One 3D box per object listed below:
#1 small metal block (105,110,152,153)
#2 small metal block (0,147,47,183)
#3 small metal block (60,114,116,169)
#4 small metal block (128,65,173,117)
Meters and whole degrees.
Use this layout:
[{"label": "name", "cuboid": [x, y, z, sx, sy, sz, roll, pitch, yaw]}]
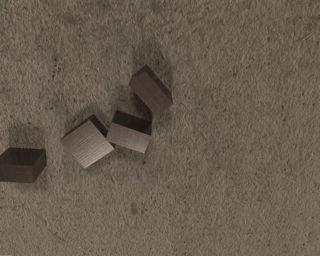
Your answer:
[{"label": "small metal block", "cuboid": [-0.039, 0.004, 0.397, 0.050, 0.050, 0.025, 19, 109, -8]}, {"label": "small metal block", "cuboid": [-0.185, 0.049, 0.412, 0.050, 0.050, 0.025, 3, 110, -2]}, {"label": "small metal block", "cuboid": [-0.095, 0.018, 0.415, 0.050, 0.025, 0.050, -34, 107, 11]}, {"label": "small metal block", "cuboid": [-0.010, -0.047, 0.379, 0.025, 0.050, 0.050, -38, 106, 13]}]
